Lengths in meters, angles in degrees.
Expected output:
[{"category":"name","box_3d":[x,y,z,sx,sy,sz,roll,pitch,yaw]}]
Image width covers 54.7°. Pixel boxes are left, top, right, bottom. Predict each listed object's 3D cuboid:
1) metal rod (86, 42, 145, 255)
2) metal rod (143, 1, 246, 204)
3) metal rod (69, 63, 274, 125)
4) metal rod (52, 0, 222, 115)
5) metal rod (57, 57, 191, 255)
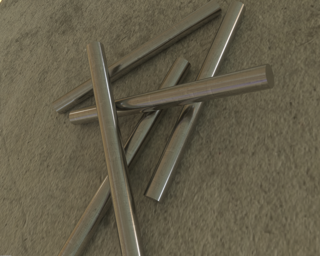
[{"category":"metal rod","box_3d":[-0.059,0.018,0.383,0.025,0.025,0.299,-21,66,15]},{"category":"metal rod","box_3d":[0.052,-0.046,0.403,0.025,0.025,0.300,13,68,33]},{"category":"metal rod","box_3d":[-0.012,-0.034,0.392,0.300,0.025,0.025,-8,58,36]},{"category":"metal rod","box_3d":[-0.041,-0.109,0.490,0.300,0.025,0.025,-31,52,8]},{"category":"metal rod","box_3d":[-0.039,0.033,0.402,0.025,0.025,0.300,19,71,35]}]
